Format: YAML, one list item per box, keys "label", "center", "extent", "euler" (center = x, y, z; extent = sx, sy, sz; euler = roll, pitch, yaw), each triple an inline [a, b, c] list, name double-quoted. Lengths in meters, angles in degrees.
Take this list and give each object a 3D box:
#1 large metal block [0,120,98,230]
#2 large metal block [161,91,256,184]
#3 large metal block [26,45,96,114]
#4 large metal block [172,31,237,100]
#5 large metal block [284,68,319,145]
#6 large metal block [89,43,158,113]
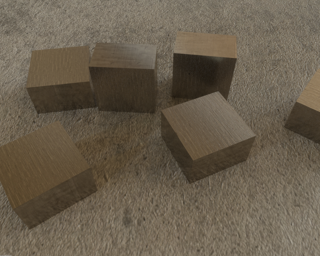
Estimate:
- label: "large metal block"
  center: [-0.128, 0.049, 0.345]
  extent: [0.081, 0.050, 0.080]
  euler: [-28, 56, -22]
- label: "large metal block"
  center: [0.055, 0.009, 0.379]
  extent: [0.081, 0.050, 0.080]
  euler: [-19, 53, -16]
- label: "large metal block"
  center: [-0.138, -0.071, 0.445]
  extent: [0.081, 0.050, 0.080]
  euler: [-7, 50, -6]
- label: "large metal block"
  center: [0.061, -0.085, 0.440]
  extent: [0.080, 0.080, 0.050]
  euler: [6, 50, 5]
- label: "large metal block"
  center: [0.225, -0.023, 0.408]
  extent: [0.080, 0.050, 0.080]
  euler: [30, 56, 23]
- label: "large metal block"
  center: [-0.045, -0.067, 0.423]
  extent: [0.080, 0.080, 0.050]
  euler: [3, 50, 2]
